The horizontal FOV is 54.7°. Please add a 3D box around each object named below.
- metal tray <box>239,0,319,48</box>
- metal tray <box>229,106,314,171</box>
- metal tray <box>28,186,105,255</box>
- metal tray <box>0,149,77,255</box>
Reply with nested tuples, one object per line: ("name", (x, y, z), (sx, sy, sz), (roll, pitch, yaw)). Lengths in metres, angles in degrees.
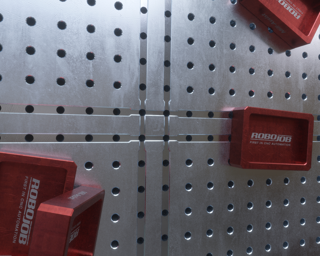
("metal tray", (0.196, -0.199, 0.484), (0.130, 0.030, 0.090), (32, 79, -18))
("metal tray", (0.173, 0.018, 0.475), (0.131, 0.030, 0.089), (5, 89, -20))
("metal tray", (-0.093, 0.114, 0.322), (0.030, 0.130, 0.089), (9, 87, 3))
("metal tray", (-0.153, 0.095, 0.353), (0.091, 0.030, 0.129), (11, 86, -20))
